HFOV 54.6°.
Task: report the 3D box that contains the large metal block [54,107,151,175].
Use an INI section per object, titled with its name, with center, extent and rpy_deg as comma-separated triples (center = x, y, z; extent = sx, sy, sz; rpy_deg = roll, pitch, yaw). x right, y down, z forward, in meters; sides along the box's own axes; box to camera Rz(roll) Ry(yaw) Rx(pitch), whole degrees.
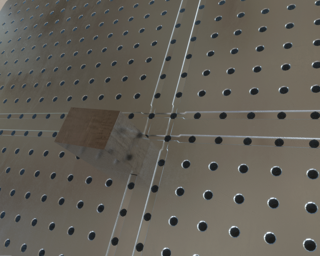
[large metal block]
center = -0.071, 0.017, 0.401
extent = 0.080, 0.080, 0.050
rpy_deg = 6, 65, 31
